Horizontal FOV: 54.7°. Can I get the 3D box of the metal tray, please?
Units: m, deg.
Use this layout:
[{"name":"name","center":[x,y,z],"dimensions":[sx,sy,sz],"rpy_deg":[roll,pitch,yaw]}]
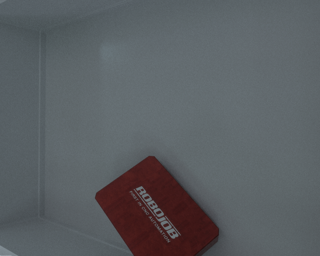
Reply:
[{"name":"metal tray","center":[-0.006,0.106,0.370],"dimensions":[0.130,0.090,0.030],"rpy_deg":[46,161,30]}]
